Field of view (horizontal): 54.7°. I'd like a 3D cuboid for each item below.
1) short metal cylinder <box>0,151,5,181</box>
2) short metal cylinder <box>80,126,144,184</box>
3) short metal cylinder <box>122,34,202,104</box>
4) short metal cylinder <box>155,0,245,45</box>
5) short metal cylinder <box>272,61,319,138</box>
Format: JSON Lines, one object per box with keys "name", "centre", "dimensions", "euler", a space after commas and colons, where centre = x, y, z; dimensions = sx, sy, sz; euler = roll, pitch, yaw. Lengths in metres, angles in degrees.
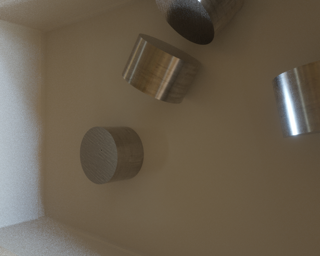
{"name": "short metal cylinder", "centre": [-0.408, 0.090, 0.725], "dimensions": [0.080, 0.050, 0.079], "euler": [0, 90, 39]}
{"name": "short metal cylinder", "centre": [-0.070, 0.038, 0.446], "dimensions": [0.080, 0.050, 0.079], "euler": [0, 90, 39]}
{"name": "short metal cylinder", "centre": [0.002, -0.071, 0.368], "dimensions": [0.080, 0.081, 0.050], "euler": [41, 115, 32]}
{"name": "short metal cylinder", "centre": [0.041, -0.136, 0.327], "dimensions": [0.080, 0.080, 0.050], "euler": [34, 78, 34]}
{"name": "short metal cylinder", "centre": [0.139, -0.023, 0.256], "dimensions": [0.080, 0.081, 0.050], "euler": [-14, 81, 39]}
